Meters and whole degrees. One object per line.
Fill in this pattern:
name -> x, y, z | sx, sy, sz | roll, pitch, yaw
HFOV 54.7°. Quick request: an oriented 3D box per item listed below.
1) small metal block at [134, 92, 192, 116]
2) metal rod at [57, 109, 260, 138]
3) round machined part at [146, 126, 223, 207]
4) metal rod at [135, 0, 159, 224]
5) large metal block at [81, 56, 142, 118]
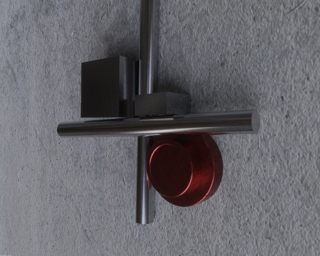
small metal block -> 0.004, -0.028, 0.385 | 0.050, 0.050, 0.025 | -2, 89, 39
metal rod -> -0.027, -0.002, 0.394 | 0.300, 0.025, 0.025 | -2, 89, 35
round machined part -> 0.022, 0.047, 0.374 | 0.098, 0.042, 0.097 | 0, 90, 39
metal rod -> -0.018, -0.022, 0.419 | 0.025, 0.025, 0.298 | 2, 91, 39
large metal block -> -0.067, -0.054, 0.442 | 0.080, 0.050, 0.079 | 1, 91, 39
